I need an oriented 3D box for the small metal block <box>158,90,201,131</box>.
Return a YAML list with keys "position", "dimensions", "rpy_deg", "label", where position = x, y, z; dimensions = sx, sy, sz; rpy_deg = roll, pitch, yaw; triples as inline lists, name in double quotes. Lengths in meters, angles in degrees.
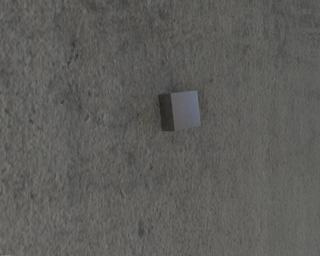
- position: [0.028, -0.024, 0.427]
  dimensions: [0.050, 0.025, 0.050]
  rpy_deg: [-11, 97, -39]
  label: "small metal block"
